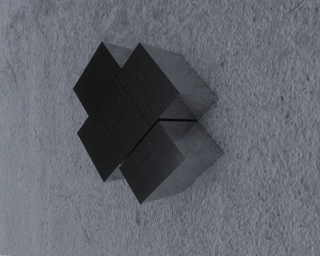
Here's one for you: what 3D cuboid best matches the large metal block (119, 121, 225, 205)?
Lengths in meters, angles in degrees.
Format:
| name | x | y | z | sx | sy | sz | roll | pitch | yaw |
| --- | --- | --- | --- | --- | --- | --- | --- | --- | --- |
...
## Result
| name | x | y | z | sx | sy | sz | roll | pitch | yaw |
| --- | --- | --- | --- | --- | --- | --- | --- | --- | --- |
| large metal block | 0.014 | 0.038 | 0.358 | 0.080 | 0.081 | 0.050 | -49 | 61 | 28 |

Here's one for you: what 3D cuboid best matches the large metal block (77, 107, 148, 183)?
| name | x | y | z | sx | sy | sz | roll | pitch | yaw |
| --- | --- | --- | --- | --- | --- | --- | --- | --- | --- |
| large metal block | -0.048 | 0.020 | 0.409 | 0.050 | 0.081 | 0.080 | -50 | 61 | 28 |

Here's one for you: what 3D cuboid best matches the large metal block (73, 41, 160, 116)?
| name | x | y | z | sx | sy | sz | roll | pitch | yaw |
| --- | --- | --- | --- | --- | --- | --- | --- | --- | --- |
| large metal block | -0.055 | -0.060 | 0.414 | 0.080 | 0.081 | 0.050 | -49 | 61 | 28 |

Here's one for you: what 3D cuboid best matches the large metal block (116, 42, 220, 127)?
| name | x | y | z | sx | sy | sz | roll | pitch | yaw |
| --- | --- | --- | --- | --- | --- | --- | --- | --- | --- |
| large metal block | 0.010 | -0.047 | 0.361 | 0.050 | 0.081 | 0.080 | -50 | 61 | 28 |

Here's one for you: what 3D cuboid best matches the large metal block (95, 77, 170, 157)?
| name | x | y | z | sx | sy | sz | roll | pitch | yaw |
| --- | --- | --- | --- | --- | --- | --- | --- | --- | --- |
| large metal block | -0.019 | -0.014 | 0.385 | 0.050 | 0.081 | 0.080 | -50 | 61 | 28 |
